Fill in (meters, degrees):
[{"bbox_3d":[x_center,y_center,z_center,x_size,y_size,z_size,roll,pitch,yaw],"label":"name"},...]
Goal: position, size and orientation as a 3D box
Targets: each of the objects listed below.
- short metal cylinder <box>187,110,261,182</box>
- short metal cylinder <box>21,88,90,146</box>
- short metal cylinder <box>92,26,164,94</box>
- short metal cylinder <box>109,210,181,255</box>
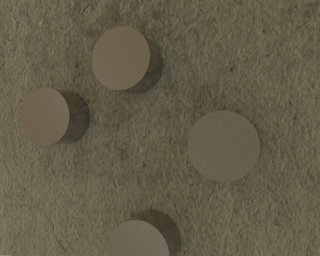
[{"bbox_3d":[0.078,0.020,0.368,0.080,0.050,0.079,0,90,19],"label":"short metal cylinder"},{"bbox_3d":[-0.150,-0.016,0.447,0.080,0.050,0.079,0,90,19],"label":"short metal cylinder"},{"bbox_3d":[-0.042,-0.087,0.409,0.080,0.050,0.079,0,90,19],"label":"short metal cylinder"},{"bbox_3d":[-0.018,0.152,0.401,0.080,0.050,0.079,0,90,19],"label":"short metal cylinder"}]
